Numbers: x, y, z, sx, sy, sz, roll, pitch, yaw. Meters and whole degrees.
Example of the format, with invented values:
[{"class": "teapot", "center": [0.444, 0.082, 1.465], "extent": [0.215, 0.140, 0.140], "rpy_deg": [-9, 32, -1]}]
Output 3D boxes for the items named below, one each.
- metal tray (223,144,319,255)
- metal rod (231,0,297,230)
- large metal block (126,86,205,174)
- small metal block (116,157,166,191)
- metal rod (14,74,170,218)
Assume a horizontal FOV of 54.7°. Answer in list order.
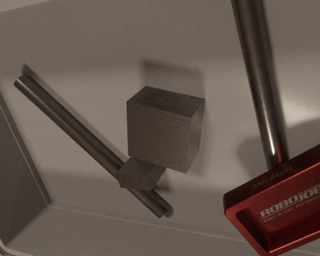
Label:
[{"class": "metal tray", "center": [0.150, 0.087, 0.349], "extent": [0.130, 0.030, 0.090], "rpy_deg": [-34, 107, 20]}, {"class": "metal rod", "center": [0.121, -0.005, 0.341], "extent": [0.025, 0.025, 0.298], "rpy_deg": [-6, 116, 30]}, {"class": "large metal block", "center": [0.007, 0.001, 0.388], "extent": [0.080, 0.050, 0.079], "rpy_deg": [15, 125, 19]}, {"class": "small metal block", "center": [-0.026, 0.062, 0.443], "extent": [0.050, 0.050, 0.025], "rpy_deg": [-1, 118, 28]}, {"class": "metal rod", "center": [-0.103, 0.029, 0.479], "extent": [0.300, 0.025, 0.025], "rpy_deg": [43, 129, -2]}]
